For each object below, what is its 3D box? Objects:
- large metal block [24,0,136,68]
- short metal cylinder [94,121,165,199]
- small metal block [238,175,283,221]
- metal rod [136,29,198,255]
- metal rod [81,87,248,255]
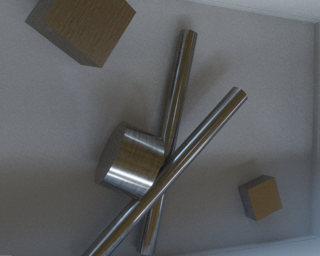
[{"bbox_3d":[-0.087,-0.126,0.350,0.080,0.050,0.080,38,77,-42],"label":"large metal block"},{"bbox_3d":[-0.037,0.038,0.369,0.050,0.080,0.080,26,81,-19],"label":"short metal cylinder"},{"bbox_3d":[0.152,0.105,0.469,0.050,0.025,0.050,-20,97,-19],"label":"small metal block"},{"bbox_3d":[0.010,0.015,0.415,0.025,0.025,0.298,13,86,-20],"label":"metal rod"},{"bbox_3d":[0.007,0.061,0.386,0.300,0.025,0.025,-47,105,-12],"label":"metal rod"}]
